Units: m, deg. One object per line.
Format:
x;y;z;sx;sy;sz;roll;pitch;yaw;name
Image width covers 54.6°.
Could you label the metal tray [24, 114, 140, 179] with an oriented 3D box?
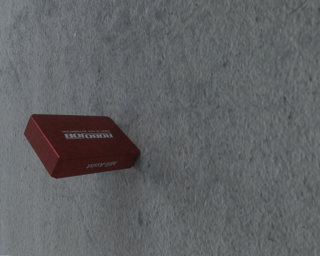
-0.102;0.020;0.422;0.090;0.131;0.030;45;117;31;metal tray
